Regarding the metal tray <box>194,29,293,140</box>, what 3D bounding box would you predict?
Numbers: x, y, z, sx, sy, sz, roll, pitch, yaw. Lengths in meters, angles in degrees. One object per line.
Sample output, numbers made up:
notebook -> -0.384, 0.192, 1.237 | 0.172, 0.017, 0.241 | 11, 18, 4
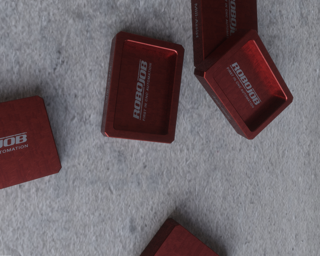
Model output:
metal tray -> 0.118, -0.058, 0.427 | 0.090, 0.030, 0.130 | -43, 117, -3

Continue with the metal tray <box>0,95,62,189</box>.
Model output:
metal tray -> -0.185, 0.022, 0.338 | 0.131, 0.030, 0.089 | -15, 95, -20

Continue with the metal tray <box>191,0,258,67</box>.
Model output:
metal tray -> 0.093, -0.150, 0.442 | 0.091, 0.030, 0.129 | -3, 91, -20

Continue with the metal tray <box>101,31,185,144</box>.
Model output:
metal tray -> -0.022, -0.049, 0.399 | 0.091, 0.030, 0.129 | 7, 88, -20

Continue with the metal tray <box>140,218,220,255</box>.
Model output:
metal tray -> 0.037, 0.198, 0.422 | 0.130, 0.030, 0.090 | 42, 77, -16
